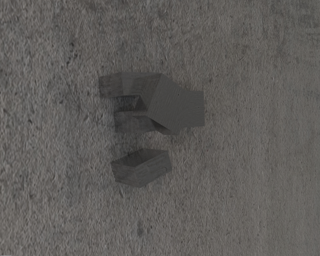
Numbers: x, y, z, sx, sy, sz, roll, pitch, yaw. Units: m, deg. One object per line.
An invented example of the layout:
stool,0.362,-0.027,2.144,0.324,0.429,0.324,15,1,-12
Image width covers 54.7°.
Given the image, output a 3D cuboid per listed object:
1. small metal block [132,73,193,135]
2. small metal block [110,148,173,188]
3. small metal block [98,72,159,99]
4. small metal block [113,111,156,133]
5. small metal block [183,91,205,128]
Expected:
small metal block,0.003,-0.025,0.342,0.050,0.025,0.050,31,71,-36
small metal block,-0.022,0.046,0.369,0.050,0.050,0.025,-23,105,-38
small metal block,-0.036,-0.049,0.358,0.050,0.050,0.025,-7,95,-40
small metal block,-0.020,-0.010,0.371,0.050,0.050,0.025,-9,96,-40
small metal block,0.036,-0.026,0.434,0.050,0.025,0.050,-4,93,-40
